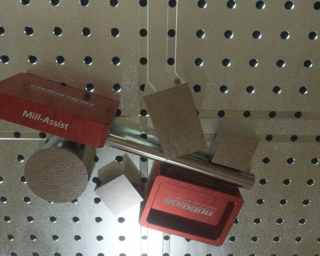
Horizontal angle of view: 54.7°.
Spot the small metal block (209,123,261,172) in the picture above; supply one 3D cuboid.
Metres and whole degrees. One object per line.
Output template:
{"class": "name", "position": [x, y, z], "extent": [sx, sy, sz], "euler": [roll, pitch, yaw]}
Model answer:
{"class": "small metal block", "position": [0.101, 0.026, 0.424], "extent": [0.050, 0.025, 0.050], "euler": [16, 109, -6]}

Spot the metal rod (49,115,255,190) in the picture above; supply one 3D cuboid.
{"class": "metal rod", "position": [-0.013, 0.030, 0.424], "extent": [0.302, 0.025, 0.025], "euler": [18, 109, -7]}

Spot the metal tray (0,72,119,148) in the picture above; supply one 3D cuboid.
{"class": "metal tray", "position": [-0.120, -0.024, 0.367], "extent": [0.131, 0.090, 0.030], "euler": [17, 109, -7]}

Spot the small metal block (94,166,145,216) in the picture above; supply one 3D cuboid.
{"class": "small metal block", "position": [-0.058, 0.091, 0.447], "extent": [0.050, 0.025, 0.050], "euler": [-31, 107, 10]}

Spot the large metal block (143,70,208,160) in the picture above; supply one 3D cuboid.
{"class": "large metal block", "position": [0.018, -0.019, 0.378], "extent": [0.050, 0.080, 0.080], "euler": [-17, 109, 6]}

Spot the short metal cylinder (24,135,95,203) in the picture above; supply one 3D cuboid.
{"class": "short metal cylinder", "position": [-0.132, 0.053, 0.417], "extent": [0.081, 0.050, 0.079], "euler": [0, 110, 0]}

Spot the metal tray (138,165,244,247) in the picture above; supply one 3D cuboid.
{"class": "metal tray", "position": [0.044, 0.115, 0.453], "extent": [0.131, 0.030, 0.089], "euler": [17, 109, -7]}
